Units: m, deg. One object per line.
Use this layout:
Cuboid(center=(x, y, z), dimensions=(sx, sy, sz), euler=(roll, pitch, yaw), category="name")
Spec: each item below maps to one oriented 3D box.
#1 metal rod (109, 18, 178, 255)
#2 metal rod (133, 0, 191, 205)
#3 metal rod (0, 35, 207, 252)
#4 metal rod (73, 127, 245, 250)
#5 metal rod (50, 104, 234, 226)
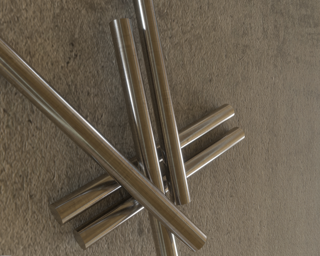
Cuboid(center=(-0.016, 0.026, 0.359), dimensions=(0.025, 0.025, 0.298), euler=(-14, 95, -39), category="metal rod")
Cuboid(center=(-0.002, -0.055, 0.381), dimensions=(0.025, 0.025, 0.298), euler=(-11, 91, -40), category="metal rod")
Cuboid(center=(-0.057, 0.025, 0.314), dimensions=(0.300, 0.025, 0.025), euler=(46, 62, -15), category="metal rod")
Cuboid(center=(0.021, 0.065, 0.422), dimensions=(0.302, 0.025, 0.025), euler=(-27, 107, -37), category="metal rod")
Cuboid(center=(0.001, 0.031, 0.405), dimensions=(0.302, 0.025, 0.025), euler=(-28, 108, -36), category="metal rod")
